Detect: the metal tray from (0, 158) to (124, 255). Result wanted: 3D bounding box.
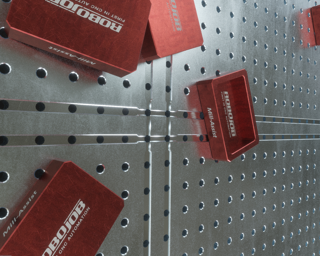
[{"bbox_3d":[-0.106,0.108,0.317,0.090,0.030,0.130,46,63,-30],"label":"metal tray"}]

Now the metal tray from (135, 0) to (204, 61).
[{"bbox_3d":[0.004,-0.162,0.408,0.091,0.030,0.129,-26,107,-37],"label":"metal tray"}]

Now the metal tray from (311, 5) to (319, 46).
[{"bbox_3d":[0.415,-0.258,0.749,0.131,0.030,0.090,-26,107,-37],"label":"metal tray"}]

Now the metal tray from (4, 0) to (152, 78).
[{"bbox_3d":[-0.080,-0.117,0.323,0.131,0.030,0.090,17,79,-28],"label":"metal tray"}]

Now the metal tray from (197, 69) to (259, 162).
[{"bbox_3d":[0.112,-0.022,0.498,0.091,0.030,0.129,-23,104,-38],"label":"metal tray"}]
